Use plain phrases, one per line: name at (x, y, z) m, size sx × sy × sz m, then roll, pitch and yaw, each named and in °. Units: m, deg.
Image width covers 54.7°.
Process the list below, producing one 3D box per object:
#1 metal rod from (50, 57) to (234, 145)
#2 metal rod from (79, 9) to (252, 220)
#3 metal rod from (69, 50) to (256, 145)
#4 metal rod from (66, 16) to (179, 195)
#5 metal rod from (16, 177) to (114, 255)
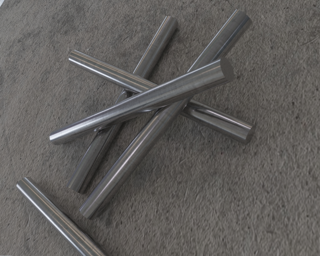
metal rod at (-0.048, -0.020, 0.387) m, size 0.299 × 0.025 × 0.025 m, roll -18°, pitch 53°, yaw 38°
metal rod at (0.002, -0.010, 0.369) m, size 0.299 × 0.025 × 0.025 m, roll -52°, pitch 51°, yaw 7°
metal rod at (-0.016, -0.052, 0.418) m, size 0.300 × 0.025 × 0.025 m, roll 27°, pitch 76°, yaw 29°
metal rod at (-0.048, -0.044, 0.456) m, size 0.025 × 0.025 × 0.300 m, roll 16°, pitch 70°, yaw 34°
metal rod at (-0.091, 0.136, 0.367) m, size 0.300 × 0.025 × 0.025 m, roll 26°, pitch 76°, yaw 37°
